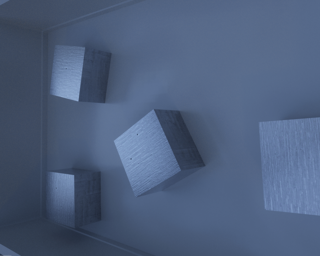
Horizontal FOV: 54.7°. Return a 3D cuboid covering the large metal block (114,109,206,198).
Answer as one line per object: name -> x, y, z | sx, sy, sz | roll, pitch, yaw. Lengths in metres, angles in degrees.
large metal block -> -0.003, 0.032, 0.393 | 0.080, 0.050, 0.080 | -37, 68, 34

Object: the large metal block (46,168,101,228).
large metal block -> -0.143, 0.111, 0.509 | 0.080, 0.050, 0.080 | -1, 89, 40

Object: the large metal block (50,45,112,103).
large metal block -> -0.128, -0.087, 0.497 | 0.080, 0.050, 0.079 | 15, 100, 39

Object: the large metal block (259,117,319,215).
large metal block -> 0.139, 0.032, 0.275 | 0.080, 0.050, 0.080 | -5, 87, 40
